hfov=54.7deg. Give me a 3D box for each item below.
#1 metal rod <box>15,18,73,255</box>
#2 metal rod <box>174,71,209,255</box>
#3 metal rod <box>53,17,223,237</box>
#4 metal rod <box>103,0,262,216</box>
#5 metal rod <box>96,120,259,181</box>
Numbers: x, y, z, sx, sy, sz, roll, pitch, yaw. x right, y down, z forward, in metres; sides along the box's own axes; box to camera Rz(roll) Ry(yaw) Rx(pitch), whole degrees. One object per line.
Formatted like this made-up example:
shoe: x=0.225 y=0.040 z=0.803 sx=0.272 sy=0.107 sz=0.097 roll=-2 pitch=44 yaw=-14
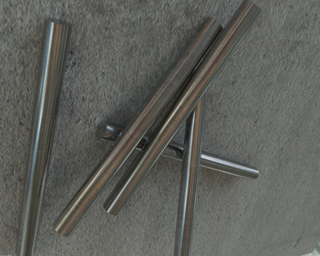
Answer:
metal rod: x=-0.136 y=0.030 z=0.350 sx=0.025 sy=0.025 sz=0.298 roll=3 pitch=117 yaw=-30
metal rod: x=0.041 y=0.070 z=0.431 sx=0.025 sy=0.025 sz=0.298 roll=-4 pitch=108 yaw=-26
metal rod: x=-0.025 y=-0.002 z=0.363 sx=0.025 sy=0.025 sz=0.300 roll=38 pitch=88 yaw=-39
metal rod: x=0.021 y=-0.016 z=0.376 sx=0.025 sy=0.025 sz=0.299 roll=27 pitch=102 yaw=-38
metal rod: x=0.047 y=0.041 z=0.457 sx=0.302 sy=0.025 sz=0.025 roll=18 pitch=109 yaw=-36
